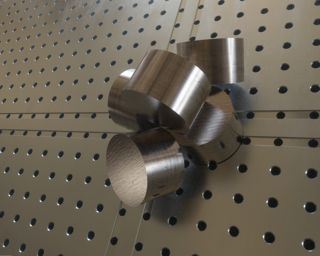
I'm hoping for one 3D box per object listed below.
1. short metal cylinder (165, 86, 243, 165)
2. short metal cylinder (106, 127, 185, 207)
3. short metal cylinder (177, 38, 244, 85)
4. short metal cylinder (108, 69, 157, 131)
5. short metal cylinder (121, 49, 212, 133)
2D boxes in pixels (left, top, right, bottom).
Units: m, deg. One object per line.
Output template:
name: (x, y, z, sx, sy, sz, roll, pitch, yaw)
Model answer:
short metal cylinder: (0.052, -0.003, 0.366, 0.080, 0.050, 0.080, -14, 55, 21)
short metal cylinder: (-0.018, 0.042, 0.349, 0.080, 0.050, 0.079, 15, 110, 49)
short metal cylinder: (0.062, -0.081, 0.381, 0.080, 0.080, 0.050, 2, 103, 29)
short metal cylinder: (-0.021, -0.033, 0.404, 0.050, 0.080, 0.080, 20, 73, 36)
short metal cylinder: (0.007, -0.037, 0.326, 0.080, 0.080, 0.050, 19, 72, 35)
